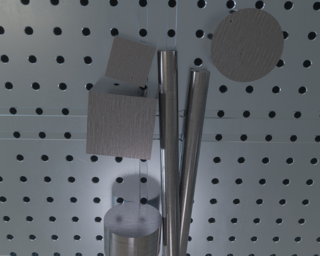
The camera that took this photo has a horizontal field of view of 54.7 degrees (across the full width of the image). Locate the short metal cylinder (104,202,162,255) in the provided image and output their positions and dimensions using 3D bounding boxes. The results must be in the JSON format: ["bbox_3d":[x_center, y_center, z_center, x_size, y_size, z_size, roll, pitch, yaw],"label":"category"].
[{"bbox_3d":[-0.038,0.149,0.439,0.081,0.080,0.050,3,110,-1],"label":"short metal cylinder"}]

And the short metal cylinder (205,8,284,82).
[{"bbox_3d":[0.096,-0.098,0.365,0.081,0.050,0.079,0,110,0],"label":"short metal cylinder"}]

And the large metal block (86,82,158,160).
[{"bbox_3d":[-0.047,-0.010,0.396,0.081,0.050,0.079,6,110,-3],"label":"large metal block"}]

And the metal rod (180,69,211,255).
[{"bbox_3d":[0.039,0.068,0.438,0.025,0.025,0.298,4,110,-2],"label":"metal rod"}]

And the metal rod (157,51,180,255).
[{"bbox_3d":[0.013,0.049,0.419,0.025,0.025,0.298,-2,106,0],"label":"metal rod"}]

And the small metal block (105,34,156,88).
[{"bbox_3d":[-0.036,-0.083,0.382,0.050,0.025,0.050,16,109,-6],"label":"small metal block"}]
